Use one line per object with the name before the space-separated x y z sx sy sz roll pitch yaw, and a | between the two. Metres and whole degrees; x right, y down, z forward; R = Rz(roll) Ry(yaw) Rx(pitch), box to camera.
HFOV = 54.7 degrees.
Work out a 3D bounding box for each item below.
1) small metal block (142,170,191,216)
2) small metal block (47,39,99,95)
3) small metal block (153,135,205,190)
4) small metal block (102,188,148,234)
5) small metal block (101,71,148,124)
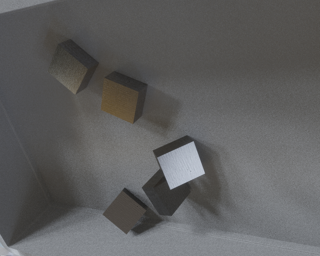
small metal block | 0.010 0.088 0.439 0.025 0.050 0.050 -14 112 48
small metal block | -0.118 -0.082 0.420 0.050 0.025 0.050 40 129 0
small metal block | 0.025 0.045 0.406 0.050 0.025 0.050 -24 111 -7
small metal block | -0.056 0.134 0.505 0.050 0.025 0.050 39 92 2
small metal block | -0.048 -0.040 0.409 0.050 0.025 0.050 24 127 13
